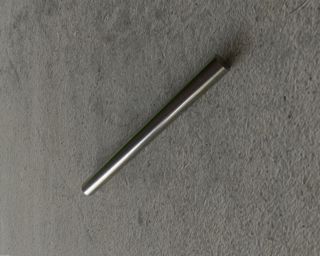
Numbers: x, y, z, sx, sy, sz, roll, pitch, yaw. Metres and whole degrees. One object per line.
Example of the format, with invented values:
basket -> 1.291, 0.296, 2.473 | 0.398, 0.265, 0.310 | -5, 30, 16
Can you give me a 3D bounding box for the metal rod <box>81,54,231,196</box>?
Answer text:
metal rod -> -0.023, 0.012, 0.427 | 0.299, 0.025, 0.025 | -43, 64, 31
